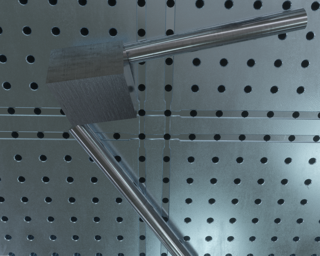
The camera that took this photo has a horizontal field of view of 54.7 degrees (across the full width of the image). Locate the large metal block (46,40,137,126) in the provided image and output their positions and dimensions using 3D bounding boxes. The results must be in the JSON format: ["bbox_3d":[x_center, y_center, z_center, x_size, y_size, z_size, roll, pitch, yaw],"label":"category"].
[{"bbox_3d":[-0.074,-0.050,0.361,0.080,0.050,0.080,-7,147,2],"label":"large metal block"}]

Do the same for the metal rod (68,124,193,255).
[{"bbox_3d":[-0.028,0.112,0.454,0.025,0.025,0.299,-32,107,11],"label":"metal rod"}]

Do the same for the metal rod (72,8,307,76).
[{"bbox_3d":[0.021,-0.102,0.376,0.302,0.025,0.025,-11,110,3],"label":"metal rod"}]
